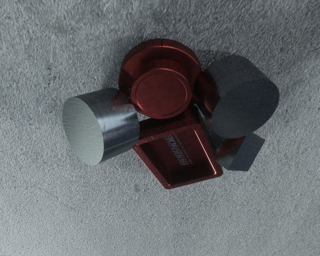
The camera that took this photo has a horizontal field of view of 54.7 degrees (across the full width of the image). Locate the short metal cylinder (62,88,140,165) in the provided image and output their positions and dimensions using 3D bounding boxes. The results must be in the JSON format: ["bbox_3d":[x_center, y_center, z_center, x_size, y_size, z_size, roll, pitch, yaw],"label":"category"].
[{"bbox_3d":[-0.070,-0.003,0.361,0.050,0.080,0.079,-23,146,-41],"label":"short metal cylinder"}]

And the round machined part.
[{"bbox_3d":[0.001,-0.049,0.357,0.099,0.042,0.097,0,130,0],"label":"round machined part"}]

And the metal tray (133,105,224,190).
[{"bbox_3d":[0.026,0.032,0.418,0.090,0.030,0.130,-17,138,14],"label":"metal tray"}]

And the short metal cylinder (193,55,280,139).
[{"bbox_3d":[0.085,-0.034,0.350,0.081,0.050,0.079,-12,134,-13],"label":"short metal cylinder"}]

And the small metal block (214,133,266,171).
[{"bbox_3d":[0.106,0.029,0.411,0.050,0.025,0.050,11,110,-44],"label":"small metal block"}]
